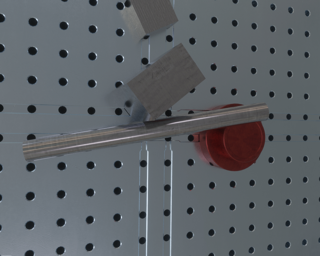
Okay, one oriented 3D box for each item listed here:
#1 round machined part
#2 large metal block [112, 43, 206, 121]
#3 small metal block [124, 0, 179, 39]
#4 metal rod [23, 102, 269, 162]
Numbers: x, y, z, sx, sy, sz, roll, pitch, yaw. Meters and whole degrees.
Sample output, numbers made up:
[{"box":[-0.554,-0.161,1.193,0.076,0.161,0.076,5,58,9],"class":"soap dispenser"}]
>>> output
[{"box":[0.110,0.014,0.444,0.099,0.042,0.097,0,90,-20],"class":"round machined part"},{"box":[-0.005,-0.053,0.381,0.080,0.080,0.050,-40,103,-16],"class":"large metal block"},{"box":[-0.012,-0.152,0.408,0.050,0.025,0.050,-28,100,-18],"class":"small metal block"},{"box":[-0.008,0.002,0.384,0.302,0.025,0.025,-9,94,-11],"class":"metal rod"}]
